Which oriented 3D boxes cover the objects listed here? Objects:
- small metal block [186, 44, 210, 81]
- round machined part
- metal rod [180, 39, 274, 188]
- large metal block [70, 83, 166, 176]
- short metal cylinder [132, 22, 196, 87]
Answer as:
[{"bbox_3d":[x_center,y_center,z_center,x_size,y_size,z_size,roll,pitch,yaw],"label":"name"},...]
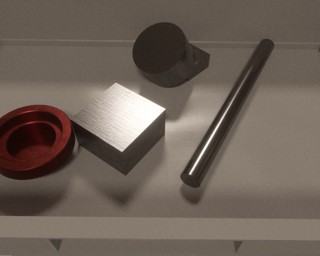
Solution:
[{"bbox_3d":[0.044,-0.108,0.496,0.050,0.025,0.050,37,59,26],"label":"small metal block"},{"bbox_3d":[-0.152,0.021,0.374,0.099,0.042,0.098,0,50,0],"label":"round machined part"},{"bbox_3d":[0.108,-0.040,0.439,0.025,0.025,0.301,23,54,18],"label":"metal rod"},{"bbox_3d":[-0.050,-0.001,0.389,0.080,0.050,0.080,30,56,22],"label":"large metal block"},{"bbox_3d":[0.007,-0.107,0.456,0.080,0.050,0.080,-6,73,20],"label":"short metal cylinder"}]
